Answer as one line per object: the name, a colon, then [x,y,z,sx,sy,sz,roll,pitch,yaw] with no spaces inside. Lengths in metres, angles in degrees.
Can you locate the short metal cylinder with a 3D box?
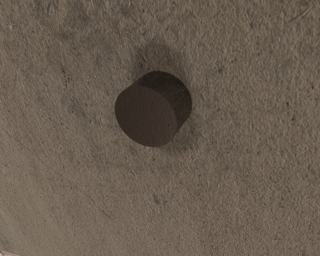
short metal cylinder: [-0.007,-0.023,0.379,0.080,0.050,0.079,13,124,20]
